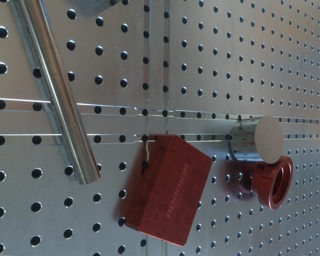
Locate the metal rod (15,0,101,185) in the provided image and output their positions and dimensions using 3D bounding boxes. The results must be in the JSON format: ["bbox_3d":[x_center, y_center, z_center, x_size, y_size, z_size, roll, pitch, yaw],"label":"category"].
[{"bbox_3d":[-0.116,-0.083,0.312,0.025,0.025,0.298,-25,106,-38],"label":"metal rod"}]

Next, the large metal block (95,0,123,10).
[{"bbox_3d":[-0.059,-0.196,0.344,0.080,0.050,0.080,40,66,-33],"label":"large metal block"}]

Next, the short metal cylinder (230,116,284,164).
[{"bbox_3d":[0.166,0.021,0.531,0.081,0.050,0.080,4,83,-36],"label":"short metal cylinder"}]

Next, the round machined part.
[{"bbox_3d":[0.200,0.094,0.560,0.099,0.042,0.097,-18,115,-44],"label":"round machined part"}]

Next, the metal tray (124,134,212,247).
[{"bbox_3d":[0.016,0.084,0.422,0.090,0.030,0.130,34,69,-35],"label":"metal tray"}]
